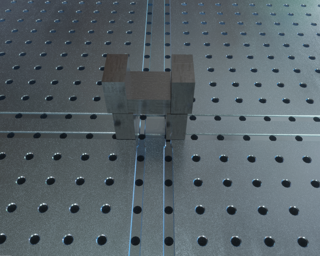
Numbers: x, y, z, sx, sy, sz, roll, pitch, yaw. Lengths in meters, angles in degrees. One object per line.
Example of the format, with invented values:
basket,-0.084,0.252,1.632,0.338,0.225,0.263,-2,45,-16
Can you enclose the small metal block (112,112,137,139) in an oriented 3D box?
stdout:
small metal block,-0.045,-0.020,0.407,0.025,0.050,0.050,1,50,0

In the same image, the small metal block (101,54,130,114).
small metal block,-0.050,-0.052,0.369,0.025,0.050,0.050,0,50,0

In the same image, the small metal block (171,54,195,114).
small metal block,0.026,-0.052,0.369,0.025,0.050,0.050,0,50,0

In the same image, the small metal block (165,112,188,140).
small metal block,0.020,-0.020,0.408,0.025,0.050,0.050,-1,50,-1

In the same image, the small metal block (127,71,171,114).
small metal block,-0.013,-0.044,0.380,0.050,0.025,0.050,1,50,0
